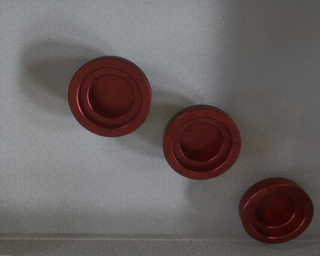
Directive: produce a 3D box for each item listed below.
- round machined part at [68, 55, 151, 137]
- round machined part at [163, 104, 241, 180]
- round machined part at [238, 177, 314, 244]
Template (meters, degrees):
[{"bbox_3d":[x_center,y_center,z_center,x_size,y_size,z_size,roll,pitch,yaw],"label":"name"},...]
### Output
[{"bbox_3d":[-0.060,-0.041,0.386,0.099,0.042,0.097,0,110,0],"label":"round machined part"},{"bbox_3d":[0.053,0.015,0.408,0.099,0.042,0.097,0,110,0],"label":"round machined part"},{"bbox_3d":[0.162,0.113,0.445,0.099,0.042,0.097,0,110,0],"label":"round machined part"}]
